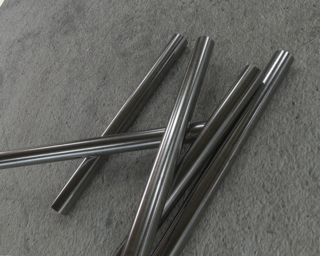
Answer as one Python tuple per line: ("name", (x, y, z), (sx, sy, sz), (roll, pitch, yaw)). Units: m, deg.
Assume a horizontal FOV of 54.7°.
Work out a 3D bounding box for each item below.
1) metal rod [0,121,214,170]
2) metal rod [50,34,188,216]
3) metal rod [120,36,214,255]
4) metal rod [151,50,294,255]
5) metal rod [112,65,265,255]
("metal rod", (-0.082, 0.024, 0.401), (0.301, 0.025, 0.025), (-9, 58, 12))
("metal rod", (-0.051, -0.013, 0.438), (0.025, 0.025, 0.300), (25, 75, 37))
("metal rod", (0.017, 0.007, 0.348), (0.025, 0.025, 0.300), (2, 56, 29))
("metal rod", (0.070, 0.036, 0.345), (0.025, 0.025, 0.300), (24, 75, 36))
("metal rod", (0.021, 0.058, 0.340), (0.025, 0.025, 0.300), (32, 85, 38))
